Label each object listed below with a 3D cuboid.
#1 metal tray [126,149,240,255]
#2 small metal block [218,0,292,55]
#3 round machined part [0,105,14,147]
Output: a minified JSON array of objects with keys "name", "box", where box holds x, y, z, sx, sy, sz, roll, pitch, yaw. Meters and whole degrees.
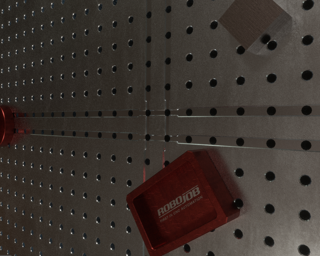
[{"name":"metal tray","box":[0.022,0.096,0.386,0.129,0.030,0.090,-40,66,32]},{"name":"small metal block","box":[0.099,-0.115,0.327,0.050,0.025,0.050,-48,62,29]},{"name":"round machined part","box":[-0.375,-0.005,0.702,0.098,0.042,0.097,0,90,39]}]
